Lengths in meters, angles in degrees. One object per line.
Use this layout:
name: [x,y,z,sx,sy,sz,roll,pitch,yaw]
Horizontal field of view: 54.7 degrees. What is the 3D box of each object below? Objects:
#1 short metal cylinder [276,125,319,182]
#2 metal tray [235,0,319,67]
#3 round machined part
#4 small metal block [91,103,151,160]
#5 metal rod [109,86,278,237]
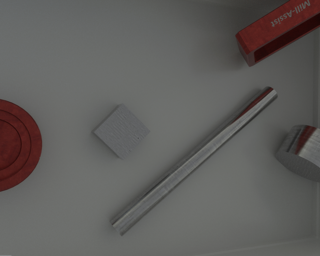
short metal cylinder: [0.225,0.039,0.467,0.080,0.080,0.050,39,78,-16]
metal tray: [0.168,-0.134,0.407,0.130,0.090,0.030,-30,81,15]
round machined part: [-0.180,0.018,0.335,0.099,0.042,0.097,0,90,-21]
small metal block: [-0.050,0.005,0.393,0.050,0.025,0.050,47,75,-15]
metal rod: [0.057,0.037,0.432,0.301,0.025,0.025,-39,103,-16]
